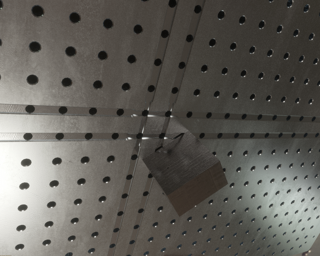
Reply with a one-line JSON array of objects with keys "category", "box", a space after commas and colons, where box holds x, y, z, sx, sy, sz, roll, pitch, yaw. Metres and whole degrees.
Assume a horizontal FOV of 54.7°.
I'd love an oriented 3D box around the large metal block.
[{"category": "large metal block", "box": [0.034, 0.061, 0.434, 0.080, 0.080, 0.050, -32, 129, -8]}]
